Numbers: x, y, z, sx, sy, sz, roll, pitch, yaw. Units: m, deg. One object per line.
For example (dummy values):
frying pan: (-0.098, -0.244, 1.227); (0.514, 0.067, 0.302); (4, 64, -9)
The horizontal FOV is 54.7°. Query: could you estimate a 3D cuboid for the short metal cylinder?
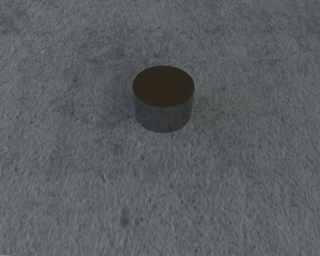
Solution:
short metal cylinder: (0.005, -0.040, 0.420); (0.081, 0.050, 0.080); (0, 50, 0)
